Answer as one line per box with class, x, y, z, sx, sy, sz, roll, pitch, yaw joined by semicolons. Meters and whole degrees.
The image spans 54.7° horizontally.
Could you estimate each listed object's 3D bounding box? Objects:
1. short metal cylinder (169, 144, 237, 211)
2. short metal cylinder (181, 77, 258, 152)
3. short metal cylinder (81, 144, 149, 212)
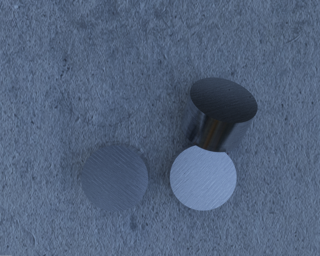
short metal cylinder;0.052;0.060;0.398;0.081;0.050;0.080;0;90;0
short metal cylinder;0.070;-0.017;0.377;0.081;0.050;0.080;7;45;-7
short metal cylinder;-0.054;0.061;0.397;0.081;0.050;0.080;0;90;0
